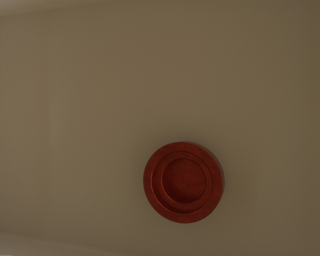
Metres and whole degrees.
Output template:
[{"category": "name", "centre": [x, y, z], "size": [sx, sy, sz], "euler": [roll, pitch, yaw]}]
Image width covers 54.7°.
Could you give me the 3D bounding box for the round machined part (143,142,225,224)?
[{"category": "round machined part", "centre": [0.032, 0.065, 0.390], "size": [0.098, 0.042, 0.097], "euler": [0, 90, 19]}]
